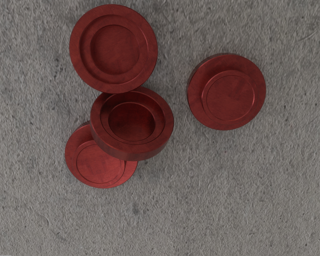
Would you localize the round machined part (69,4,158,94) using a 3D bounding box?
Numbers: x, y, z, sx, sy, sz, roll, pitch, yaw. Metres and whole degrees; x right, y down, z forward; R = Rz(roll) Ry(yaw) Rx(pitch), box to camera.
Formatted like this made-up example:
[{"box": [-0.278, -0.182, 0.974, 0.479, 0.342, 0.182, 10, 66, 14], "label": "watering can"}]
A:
[{"box": [-0.052, -0.091, 0.364, 0.099, 0.042, 0.097, 0, 106, -1], "label": "round machined part"}]

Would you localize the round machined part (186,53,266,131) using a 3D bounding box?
[{"box": [0.083, -0.042, 0.386, 0.099, 0.042, 0.097, 0, 110, 0], "label": "round machined part"}]

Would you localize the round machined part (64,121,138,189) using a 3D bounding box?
[{"box": [-0.079, 0.039, 0.414, 0.099, 0.042, 0.097, 0, 110, 0], "label": "round machined part"}]

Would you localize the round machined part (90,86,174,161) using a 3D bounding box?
[{"box": [-0.036, -0.003, 0.380, 0.099, 0.098, 0.042, 14, 145, -5], "label": "round machined part"}]
